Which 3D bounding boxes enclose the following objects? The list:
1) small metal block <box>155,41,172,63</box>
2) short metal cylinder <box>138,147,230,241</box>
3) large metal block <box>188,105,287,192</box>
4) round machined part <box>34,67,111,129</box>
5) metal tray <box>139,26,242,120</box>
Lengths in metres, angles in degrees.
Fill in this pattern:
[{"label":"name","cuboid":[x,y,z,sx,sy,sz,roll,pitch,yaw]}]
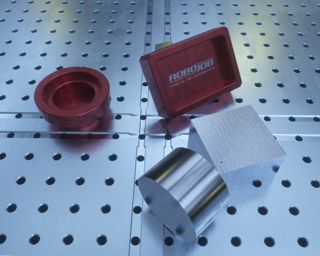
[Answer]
[{"label":"small metal block","cuboid":[0.012,-0.094,0.467,0.025,0.050,0.050,-10,48,16]},{"label":"short metal cylinder","cuboid":[0.023,0.067,0.316,0.050,0.080,0.080,-37,60,-27]},{"label":"large metal block","cuboid":[0.087,0.025,0.371,0.081,0.050,0.080,-14,52,-12]},{"label":"round machined part","cuboid":[-0.116,-0.037,0.427,0.099,0.042,0.098,0,50,0]},{"label":"metal tray","cuboid":[0.046,-0.077,0.431,0.131,0.090,0.030,-26,19,-21]}]
